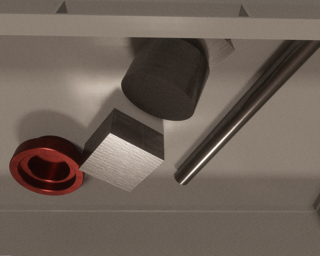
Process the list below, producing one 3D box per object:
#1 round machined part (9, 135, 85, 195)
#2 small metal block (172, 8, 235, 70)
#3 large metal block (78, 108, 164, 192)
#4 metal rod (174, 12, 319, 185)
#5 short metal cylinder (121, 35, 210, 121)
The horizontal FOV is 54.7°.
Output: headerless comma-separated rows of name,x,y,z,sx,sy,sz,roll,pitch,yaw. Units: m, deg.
round machined part,-0.154,0.049,0.437,0.099,0.042,0.097,-1,130,0
small metal block,0.043,-0.089,0.334,0.050,0.025,0.050,-38,121,27
large metal block,-0.051,0.032,0.419,0.080,0.050,0.080,30,124,-23
metal rod,0.107,-0.022,0.392,0.025,0.025,0.298,23,126,-19
short metal cylinder,0.006,-0.050,0.327,0.080,0.050,0.080,19,155,9
